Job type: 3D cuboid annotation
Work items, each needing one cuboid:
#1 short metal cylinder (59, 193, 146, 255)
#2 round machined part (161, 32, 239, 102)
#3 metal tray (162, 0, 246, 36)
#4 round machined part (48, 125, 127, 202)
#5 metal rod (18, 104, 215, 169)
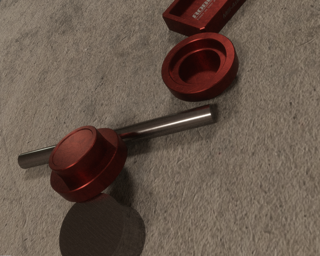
[{"bbox_3d":[-0.063,0.119,0.347,0.080,0.050,0.080,-13,56,20],"label":"short metal cylinder"},{"bbox_3d":[0.055,-0.075,0.409,0.098,0.042,0.098,-13,56,20],"label":"round machined part"},{"bbox_3d":[0.077,-0.199,0.480,0.090,0.030,0.130,34,80,38],"label":"metal tray"},{"bbox_3d":[-0.092,0.035,0.370,0.098,0.042,0.098,-22,37,18],"label":"round machined part"},{"bbox_3d":[-0.073,0.017,0.430,0.301,0.025,0.025,-14,56,19],"label":"metal rod"}]
